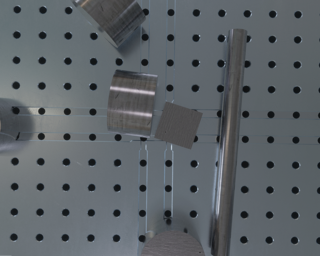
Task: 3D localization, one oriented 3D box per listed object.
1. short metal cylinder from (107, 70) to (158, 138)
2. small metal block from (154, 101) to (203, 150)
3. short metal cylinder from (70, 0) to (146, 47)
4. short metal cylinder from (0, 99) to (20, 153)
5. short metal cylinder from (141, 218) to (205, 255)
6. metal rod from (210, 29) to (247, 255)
[{"bbox_3d":[-0.032,-0.030,0.386,0.050,0.080,0.080,7,90,0],"label":"short metal cylinder"},{"bbox_3d":[0.024,-0.003,0.414,0.050,0.025,0.050,18,90,0],"label":"small metal block"},{"bbox_3d":[-0.064,-0.147,0.385,0.080,0.080,0.050,44,90,0],"label":"short metal cylinder"},{"bbox_3d":[-0.233,-0.003,0.399,0.081,0.050,0.079,0,90,0],"label":"short metal cylinder"},{"bbox_3d":[0.016,0.164,0.401,0.081,0.050,0.079,0,90,0],"label":"short metal cylinder"},{"bbox_3d":[0.092,0.020,0.414,0.025,0.025,0.298,5,90,0],"label":"metal rod"}]
